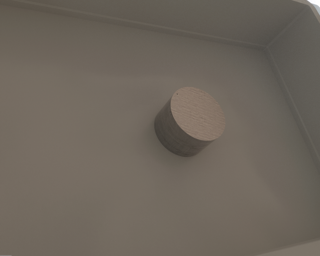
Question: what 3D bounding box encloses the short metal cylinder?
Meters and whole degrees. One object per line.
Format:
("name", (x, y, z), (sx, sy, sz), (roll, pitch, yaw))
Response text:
("short metal cylinder", (0.039, -0.008, 0.415), (0.081, 0.050, 0.080), (13, 56, -21))
